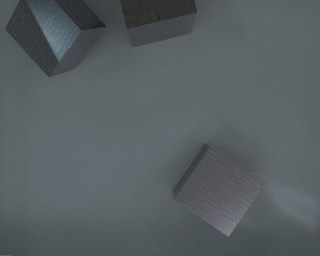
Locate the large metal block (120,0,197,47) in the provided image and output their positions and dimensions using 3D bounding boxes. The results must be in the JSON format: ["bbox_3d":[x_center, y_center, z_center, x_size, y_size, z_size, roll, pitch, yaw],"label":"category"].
[{"bbox_3d":[-0.004,-0.144,0.384,0.080,0.080,0.050,-14,90,0],"label":"large metal block"}]

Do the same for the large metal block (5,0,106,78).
[{"bbox_3d":[-0.128,-0.123,0.380,0.080,0.050,0.080,48,122,-1],"label":"large metal block"}]

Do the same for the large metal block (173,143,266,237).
[{"bbox_3d":[0.072,0.076,0.399,0.080,0.050,0.080,34,90,0],"label":"large metal block"}]
